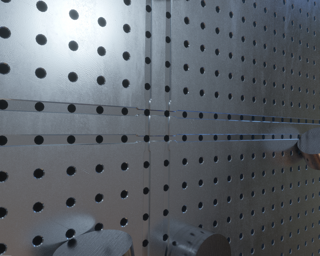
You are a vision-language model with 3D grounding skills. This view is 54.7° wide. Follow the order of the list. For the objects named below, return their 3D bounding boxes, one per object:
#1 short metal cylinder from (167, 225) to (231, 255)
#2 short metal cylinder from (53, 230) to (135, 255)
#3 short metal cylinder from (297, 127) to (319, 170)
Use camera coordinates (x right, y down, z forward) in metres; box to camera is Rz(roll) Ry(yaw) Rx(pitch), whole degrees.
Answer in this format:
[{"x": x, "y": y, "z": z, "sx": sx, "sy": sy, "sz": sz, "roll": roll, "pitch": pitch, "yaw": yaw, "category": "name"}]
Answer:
[{"x": 0.056, "y": 0.185, "z": 0.440, "sx": 0.081, "sy": 0.050, "sz": 0.079, "roll": 0, "pitch": 90, "yaw": -40, "category": "short metal cylinder"}, {"x": -0.065, "y": 0.147, "z": 0.319, "sx": 0.081, "sy": 0.080, "sz": 0.050, "roll": -13, "pitch": 99, "yaw": -39, "category": "short metal cylinder"}, {"x": 0.344, "y": 0.043, "z": 0.661, "sx": 0.080, "sy": 0.080, "sz": 0.050, "roll": -51, "pitch": 120, "yaw": -27, "category": "short metal cylinder"}]
